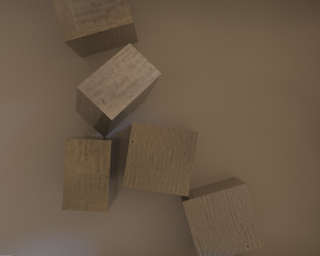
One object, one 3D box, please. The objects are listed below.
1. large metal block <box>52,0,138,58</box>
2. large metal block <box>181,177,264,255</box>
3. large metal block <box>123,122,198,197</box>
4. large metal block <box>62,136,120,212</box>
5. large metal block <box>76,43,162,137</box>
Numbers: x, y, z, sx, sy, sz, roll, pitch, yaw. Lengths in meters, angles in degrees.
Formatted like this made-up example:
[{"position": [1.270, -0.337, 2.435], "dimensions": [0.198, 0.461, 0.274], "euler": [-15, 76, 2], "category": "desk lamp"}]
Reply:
[{"position": [-0.075, -0.131, 0.383], "dimensions": [0.080, 0.080, 0.050], "euler": [-16, 90, 0], "category": "large metal block"}, {"position": [0.077, 0.116, 0.400], "dimensions": [0.080, 0.050, 0.080], "euler": [-16, 90, -1], "category": "large metal block"}, {"position": [0.000, 0.038, 0.399], "dimensions": [0.081, 0.050, 0.080], "euler": [8, 90, -1], "category": "large metal block"}, {"position": [-0.081, 0.052, 0.383], "dimensions": [0.050, 0.080, 0.079], "euler": [3, 90, 0], "category": "large metal block"}, {"position": [-0.052, -0.042, 0.371], "dimensions": [0.050, 0.080, 0.080], "euler": [44, 68, 0], "category": "large metal block"}]
